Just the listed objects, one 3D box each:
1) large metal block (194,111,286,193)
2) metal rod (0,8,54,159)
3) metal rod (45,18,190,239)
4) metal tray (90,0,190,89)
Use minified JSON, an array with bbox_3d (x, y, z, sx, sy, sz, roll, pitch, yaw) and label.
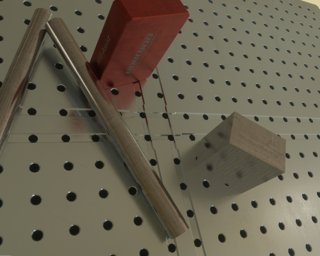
[{"bbox_3d":[0.104,0.035,0.408,0.080,0.080,0.050,28,52,-11],"label":"large metal block"},{"bbox_3d":[-0.165,-0.025,0.334,0.025,0.025,0.300,17,55,-19],"label":"metal rod"},{"bbox_3d":[-0.056,-0.007,0.371,0.025,0.025,0.299,-25,79,-37],"label":"metal rod"},{"bbox_3d":[-0.032,-0.103,0.386,0.091,0.129,0.030,-21,73,-36],"label":"metal tray"}]
